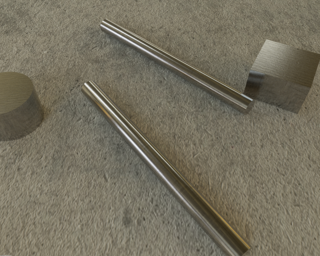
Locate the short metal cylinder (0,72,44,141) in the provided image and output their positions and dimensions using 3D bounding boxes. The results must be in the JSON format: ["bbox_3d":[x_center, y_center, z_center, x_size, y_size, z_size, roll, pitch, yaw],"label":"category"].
[{"bbox_3d":[-0.202,-0.029,0.410,0.081,0.050,0.080,0,50,0],"label":"short metal cylinder"}]

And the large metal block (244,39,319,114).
[{"bbox_3d":[0.178,-0.077,0.453,0.080,0.050,0.080,22,53,17],"label":"large metal block"}]

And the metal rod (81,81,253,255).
[{"bbox_3d":[-0.011,0.033,0.375,0.025,0.025,0.300,-31,57,-23],"label":"metal rod"}]

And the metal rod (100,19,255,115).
[{"bbox_3d":[0.013,-0.106,0.492,0.300,0.025,0.025,35,58,26],"label":"metal rod"}]
